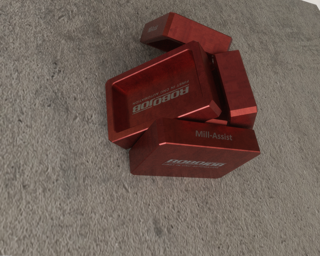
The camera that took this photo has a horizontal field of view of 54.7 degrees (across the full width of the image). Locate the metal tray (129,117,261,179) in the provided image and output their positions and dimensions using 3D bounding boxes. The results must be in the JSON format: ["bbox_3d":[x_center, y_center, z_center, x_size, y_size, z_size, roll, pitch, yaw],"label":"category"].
[{"bbox_3d":[0.039,0.029,0.368,0.131,0.090,0.030,7,59,-25],"label":"metal tray"}]

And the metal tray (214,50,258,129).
[{"bbox_3d":[0.094,-0.028,0.411,0.030,0.130,0.090,-10,63,4],"label":"metal tray"}]

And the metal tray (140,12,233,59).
[{"bbox_3d":[0.031,-0.125,0.441,0.091,0.130,0.030,16,96,-20],"label":"metal tray"}]

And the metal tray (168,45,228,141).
[{"bbox_3d":[0.039,-0.041,0.410,0.030,0.090,0.130,7,59,-25],"label":"metal tray"}]

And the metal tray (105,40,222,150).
[{"bbox_3d":[-0.002,-0.037,0.366,0.030,0.130,0.090,37,38,-54],"label":"metal tray"}]
